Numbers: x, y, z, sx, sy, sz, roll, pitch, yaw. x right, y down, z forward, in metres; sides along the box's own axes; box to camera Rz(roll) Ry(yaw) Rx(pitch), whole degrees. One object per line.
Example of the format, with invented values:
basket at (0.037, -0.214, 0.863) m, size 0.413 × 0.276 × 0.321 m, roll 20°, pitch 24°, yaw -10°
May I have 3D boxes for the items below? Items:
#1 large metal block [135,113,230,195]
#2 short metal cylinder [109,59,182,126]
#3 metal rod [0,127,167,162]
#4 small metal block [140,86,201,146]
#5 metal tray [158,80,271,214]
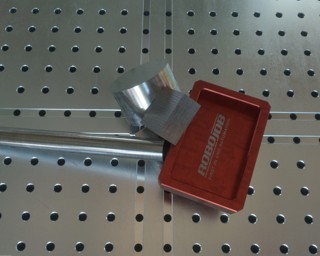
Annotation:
large metal block at (0.026, 0.024, 0.388) m, size 0.080 × 0.050 × 0.080 m, roll -34°, pitch 74°, yaw -12°
short metal cylinder at (-0.017, -0.046, 0.393) m, size 0.080 × 0.080 × 0.050 m, roll -33°, pitch 116°, yaw -12°
metal rod at (-0.141, 0.015, 0.373) m, size 0.301 × 0.025 × 0.025 m, roll 4°, pitch 70°, yaw 13°
small metal block at (0.010, -0.015, 0.340) m, size 0.025 × 0.050 × 0.050 m, roll 33°, pitch 90°, yaw -30°
metal tray at (0.062, 0.019, 0.347) m, size 0.090 × 0.030 × 0.130 m, roll 19°, pitch 71°, yaw 7°
